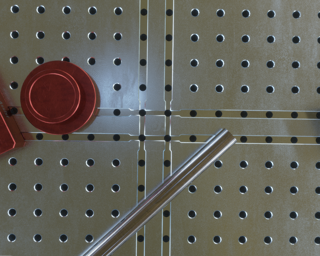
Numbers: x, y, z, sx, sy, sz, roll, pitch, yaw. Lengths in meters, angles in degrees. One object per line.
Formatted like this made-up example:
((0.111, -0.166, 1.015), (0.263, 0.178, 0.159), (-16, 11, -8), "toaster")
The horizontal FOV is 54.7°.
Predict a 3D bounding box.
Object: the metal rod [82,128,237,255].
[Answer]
((-0.017, 0.110, 0.413), (0.300, 0.025, 0.025), (-42, 91, -1), "metal rod")

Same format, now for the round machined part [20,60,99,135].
((-0.133, -0.040, 0.403), (0.099, 0.042, 0.097), (0, 90, -1), "round machined part")

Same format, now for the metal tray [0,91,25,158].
((-0.251, -0.015, 0.408), (0.090, 0.030, 0.129), (-26, 90, -1), "metal tray")
